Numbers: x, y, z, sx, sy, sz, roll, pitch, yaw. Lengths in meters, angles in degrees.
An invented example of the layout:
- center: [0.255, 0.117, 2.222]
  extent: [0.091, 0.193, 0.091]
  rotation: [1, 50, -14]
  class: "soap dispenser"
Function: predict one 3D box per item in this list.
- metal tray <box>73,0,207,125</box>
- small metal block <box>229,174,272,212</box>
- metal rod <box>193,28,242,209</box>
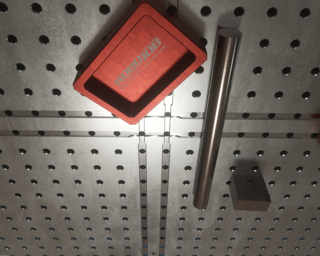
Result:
- center: [-0.024, -0.070, 0.348]
  extent: [0.090, 0.030, 0.130]
  rotation: [34, 122, -26]
  class: "metal tray"
- center: [0.139, 0.101, 0.483]
  extent: [0.050, 0.050, 0.025]
  rotation: [4, 130, -4]
  class: "small metal block"
- center: [0.071, 0.013, 0.423]
  extent: [0.025, 0.025, 0.298]
  rotation: [1, 130, -1]
  class: "metal rod"
